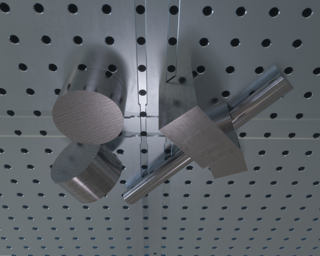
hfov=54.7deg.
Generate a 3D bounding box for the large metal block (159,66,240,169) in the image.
[{"bbox_3d":[0.044,-0.013,0.365,0.050,0.080,0.080,-33,123,25],"label":"large metal block"}]

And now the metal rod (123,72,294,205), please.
[{"bbox_3d":[0.050,0.029,0.436,0.025,0.025,0.299,34,122,-26],"label":"metal rod"}]

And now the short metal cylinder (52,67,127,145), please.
[{"bbox_3d":[-0.082,-0.026,0.373,0.081,0.050,0.079,0,130,0],"label":"short metal cylinder"}]

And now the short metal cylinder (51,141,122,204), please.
[{"bbox_3d":[-0.099,0.054,0.421,0.080,0.080,0.050,-23,126,18],"label":"short metal cylinder"}]

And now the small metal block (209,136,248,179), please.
[{"bbox_3d":[0.095,0.043,0.450,0.050,0.025,0.050,-17,128,13],"label":"small metal block"}]
